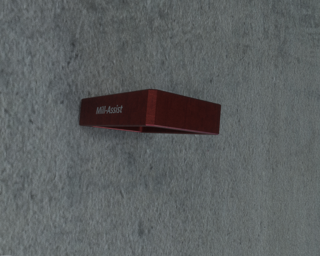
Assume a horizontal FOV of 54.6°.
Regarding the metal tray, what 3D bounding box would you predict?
[{"bbox_3d":[-0.014,-0.013,0.323,0.091,0.130,0.030,8,85,-40],"label":"metal tray"}]
